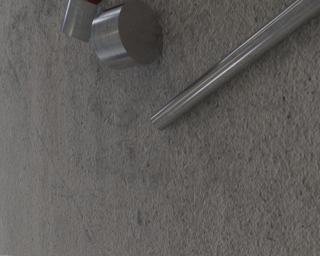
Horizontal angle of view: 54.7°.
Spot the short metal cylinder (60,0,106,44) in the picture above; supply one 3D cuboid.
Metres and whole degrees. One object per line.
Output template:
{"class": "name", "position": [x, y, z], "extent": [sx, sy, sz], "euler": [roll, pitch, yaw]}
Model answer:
{"class": "short metal cylinder", "position": [-0.098, -0.153, 0.450], "extent": [0.080, 0.081, 0.050], "euler": [33, 111, 35]}

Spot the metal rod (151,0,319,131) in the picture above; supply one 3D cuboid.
{"class": "metal rod", "position": [0.097, -0.083, 0.324], "extent": [0.299, 0.025, 0.025], "euler": [-37, 67, 33]}

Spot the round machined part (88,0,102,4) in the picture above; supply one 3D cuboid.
{"class": "round machined part", "position": [-0.123, -0.249, 0.496], "extent": [0.098, 0.042, 0.097], "euler": [0, 90, 40]}

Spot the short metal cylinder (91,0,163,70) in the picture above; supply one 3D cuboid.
{"class": "short metal cylinder", "position": [-0.042, -0.119, 0.404], "extent": [0.050, 0.081, 0.080], "euler": [-1, 89, 40]}
